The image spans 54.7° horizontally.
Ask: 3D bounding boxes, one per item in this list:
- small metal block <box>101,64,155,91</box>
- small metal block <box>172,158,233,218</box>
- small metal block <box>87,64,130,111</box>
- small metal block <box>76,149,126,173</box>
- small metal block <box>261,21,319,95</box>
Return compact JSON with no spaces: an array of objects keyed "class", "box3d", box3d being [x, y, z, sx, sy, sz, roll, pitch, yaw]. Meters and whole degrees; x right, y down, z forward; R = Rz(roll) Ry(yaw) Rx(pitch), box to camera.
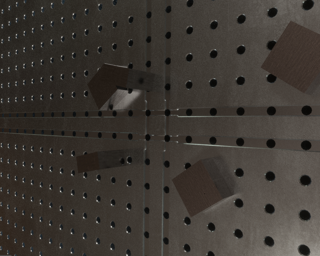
[{"class":"small metal block","box3d":[-0.044,-0.069,0.427,0.050,0.050,0.025,18,101,38]},{"class":"small metal block","box3d":[0.049,0.070,0.367,0.050,0.025,0.050,-41,65,32]},{"class":"small metal block","box3d":[-0.079,-0.062,0.472,0.050,0.025,0.050,-42,65,32]},{"class":"small metal block","box3d":[-0.088,0.050,0.463,0.050,0.050,0.025,-15,81,39]},{"class":"small metal block","box3d":[0.135,-0.066,0.297,0.050,0.025,0.050,43,115,31]}]
